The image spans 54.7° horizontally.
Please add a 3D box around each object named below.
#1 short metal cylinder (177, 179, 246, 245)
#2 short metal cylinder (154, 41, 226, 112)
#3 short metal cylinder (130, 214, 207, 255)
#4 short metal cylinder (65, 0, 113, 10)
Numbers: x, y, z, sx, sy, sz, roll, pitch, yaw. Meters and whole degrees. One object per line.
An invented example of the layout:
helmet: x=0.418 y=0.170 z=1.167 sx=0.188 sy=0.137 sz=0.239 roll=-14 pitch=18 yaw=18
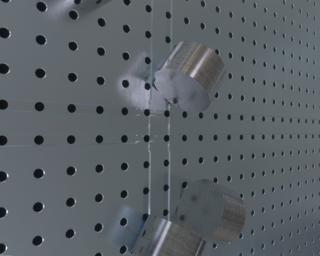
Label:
short metal cylinder: x=0.071 y=0.117 z=0.433 sx=0.050 sy=0.080 sz=0.080 roll=29 pitch=72 yaw=-37
short metal cylinder: x=0.039 y=-0.066 z=0.405 sx=0.080 sy=0.080 sz=0.050 roll=47 pitch=62 yaw=-30
short metal cylinder: x=0.011 y=0.148 z=0.382 sx=0.080 sy=0.080 sz=0.050 roll=41 pitch=65 yaw=-33
short metal cylinder: x=-0.073 y=-0.174 z=0.331 sx=0.081 sy=0.050 sz=0.079 roll=0 pitch=90 yaw=-40
